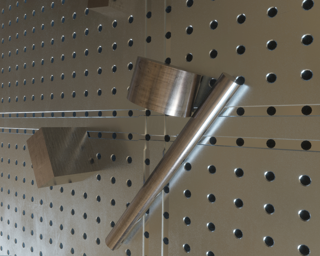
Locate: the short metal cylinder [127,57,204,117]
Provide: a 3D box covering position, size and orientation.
[{"bbox_3d":[0.006,-0.050,0.367,0.080,0.081,0.050,26,107,36],"label":"short metal cylinder"}]

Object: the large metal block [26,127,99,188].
[{"bbox_3d":[-0.157,0.045,0.500,0.050,0.081,0.080,-33,70,35],"label":"large metal block"}]

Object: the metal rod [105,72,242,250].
[{"bbox_3d":[0.004,0.059,0.403,0.025,0.025,0.298,48,118,29],"label":"metal rod"}]

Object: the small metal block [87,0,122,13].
[{"bbox_3d":[-0.083,-0.207,0.476,0.050,0.025,0.050,13,98,39],"label":"small metal block"}]
